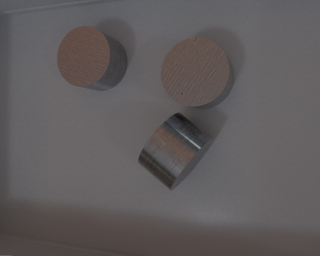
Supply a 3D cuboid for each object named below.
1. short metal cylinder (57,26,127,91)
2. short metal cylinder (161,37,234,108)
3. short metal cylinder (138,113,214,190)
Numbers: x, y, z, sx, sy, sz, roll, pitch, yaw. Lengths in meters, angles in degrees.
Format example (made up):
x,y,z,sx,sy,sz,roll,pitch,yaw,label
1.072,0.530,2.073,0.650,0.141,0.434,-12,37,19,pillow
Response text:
x,y,z,sx,sy,sz,roll,pitch,yaw,label
-0.093,-0.094,0.429,0.080,0.050,0.079,0,90,19,short metal cylinder
0.047,-0.065,0.380,0.080,0.050,0.079,0,90,19,short metal cylinder
0.020,0.028,0.374,0.050,0.080,0.080,39,102,15,short metal cylinder
